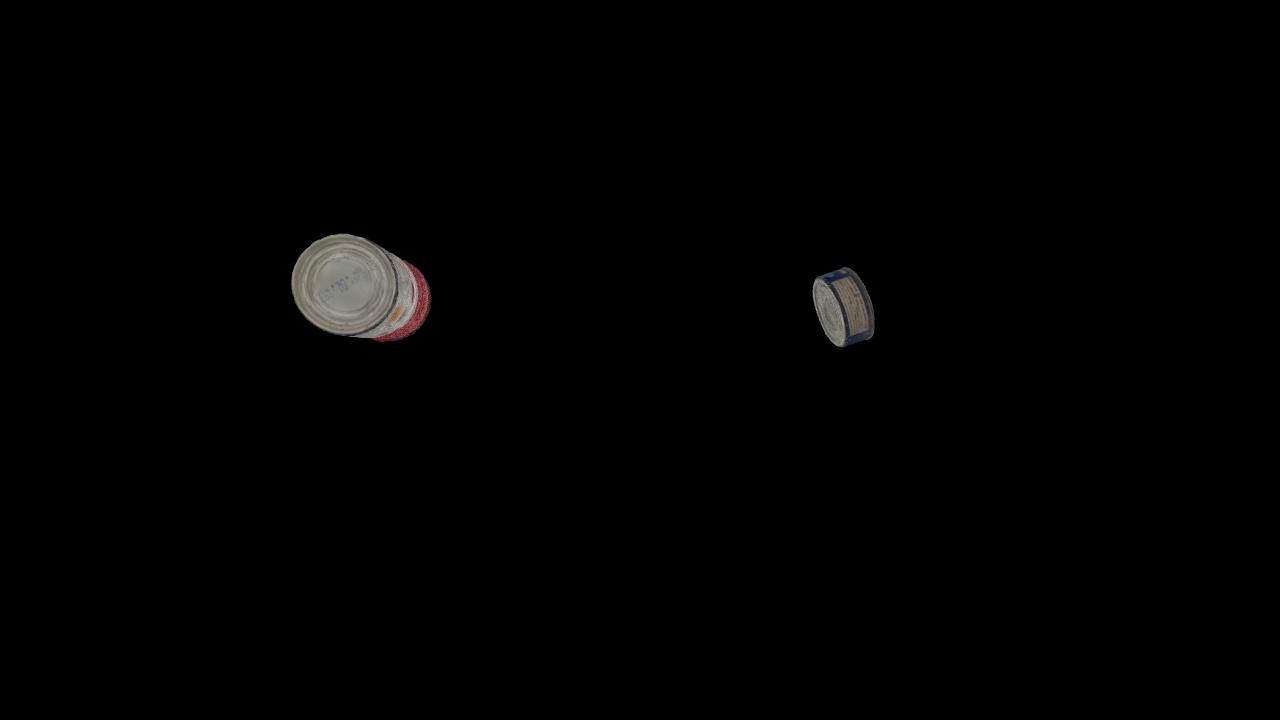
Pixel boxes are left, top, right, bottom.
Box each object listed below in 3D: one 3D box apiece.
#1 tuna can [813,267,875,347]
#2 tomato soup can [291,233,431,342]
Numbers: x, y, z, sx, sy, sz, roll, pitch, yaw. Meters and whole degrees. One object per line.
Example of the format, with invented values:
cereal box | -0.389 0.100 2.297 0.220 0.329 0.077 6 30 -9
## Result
tuna can | 0.222 -0.057 0.676 0.034 0.084 0.084 -19 0 0
tomato soup can | -0.194 -0.048 0.441 0.068 0.068 0.101 0 0 -8
